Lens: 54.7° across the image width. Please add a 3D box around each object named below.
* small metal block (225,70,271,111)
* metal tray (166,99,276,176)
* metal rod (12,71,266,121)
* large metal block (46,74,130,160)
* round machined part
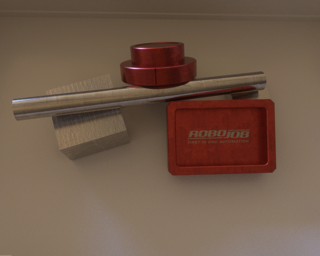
[{"bbox_3d":[0.119,-0.048,0.427,0.050,0.025,0.050,-11,71,-4],"label":"small metal block"},{"bbox_3d":[0.074,0.011,0.387,0.131,0.030,0.089,-1,89,-2],"label":"metal tray"},{"bbox_3d":[-0.014,-0.041,0.375,0.302,0.025,0.025,-8,70,-11],"label":"metal rod"},{"bbox_3d":[-0.090,-0.013,0.398,0.081,0.050,0.080,-17,71,-7],"label":"large metal block"},{"bbox_3d":[-0.002,-0.086,0.399,0.099,0.098,0.042,-4,111,-2],"label":"round machined part"}]
